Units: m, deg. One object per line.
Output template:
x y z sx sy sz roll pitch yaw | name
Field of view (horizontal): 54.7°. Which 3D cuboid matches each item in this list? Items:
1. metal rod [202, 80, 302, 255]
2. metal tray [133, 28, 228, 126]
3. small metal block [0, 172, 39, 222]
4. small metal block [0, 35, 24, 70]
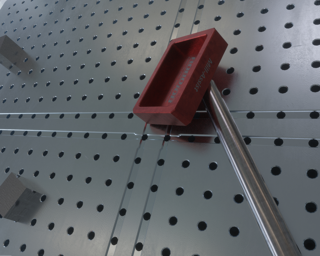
0.096 0.060 0.320 0.025 0.025 0.299 -26 52 12 | metal rod
0.026 -0.067 0.413 0.090 0.030 0.130 4 62 52 | metal tray
-0.216 0.102 0.460 0.050 0.025 0.050 27 76 37 | small metal block
-0.326 -0.161 0.663 0.025 0.050 0.050 -11 57 22 | small metal block
